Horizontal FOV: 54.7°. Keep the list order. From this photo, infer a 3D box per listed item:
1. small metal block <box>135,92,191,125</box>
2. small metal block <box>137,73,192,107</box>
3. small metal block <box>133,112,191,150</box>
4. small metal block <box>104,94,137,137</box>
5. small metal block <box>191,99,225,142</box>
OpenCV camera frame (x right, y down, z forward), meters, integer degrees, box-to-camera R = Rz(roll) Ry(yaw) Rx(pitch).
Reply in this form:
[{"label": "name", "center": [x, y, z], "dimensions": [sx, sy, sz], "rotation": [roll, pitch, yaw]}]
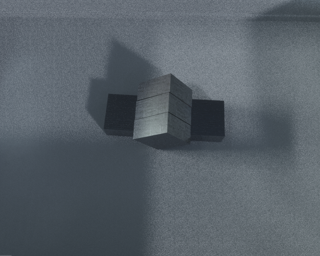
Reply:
[{"label": "small metal block", "center": [0.005, -0.018, 0.391], "dimensions": [0.050, 0.050, 0.025], "rotation": [-12, 65, 34]}, {"label": "small metal block", "center": [0.007, -0.042, 0.399], "dimensions": [0.050, 0.050, 0.025], "rotation": [-11, 65, 35]}, {"label": "small metal block", "center": [0.003, 0.005, 0.382], "dimensions": [0.050, 0.050, 0.025], "rotation": [-12, 65, 34]}, {"label": "small metal block", "center": [-0.045, -0.016, 0.413], "dimensions": [0.050, 0.025, 0.050], "rotation": [4, 70, 1]}, {"label": "small metal block", "center": [0.058, -0.010, 0.413], "dimensions": [0.050, 0.025, 0.050], "rotation": [3, 70, 0]}]
